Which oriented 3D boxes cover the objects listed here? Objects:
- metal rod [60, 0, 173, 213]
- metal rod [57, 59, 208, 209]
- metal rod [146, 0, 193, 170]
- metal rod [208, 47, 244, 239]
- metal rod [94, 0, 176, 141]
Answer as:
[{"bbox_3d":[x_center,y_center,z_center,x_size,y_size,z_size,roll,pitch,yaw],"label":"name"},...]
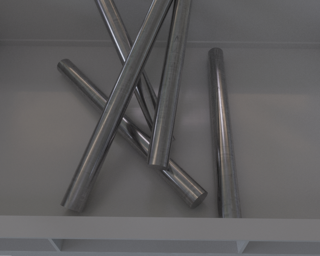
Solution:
[{"bbox_3d":[-0.043,-0.047,0.374,0.025,0.025,0.299,17,74,14],"label":"metal rod"},{"bbox_3d":[-0.053,-0.009,0.412,0.025,0.025,0.300,-33,57,-24],"label":"metal rod"},{"bbox_3d":[0.019,-0.095,0.392,0.025,0.025,0.299,7,70,6],"label":"metal rod"},{"bbox_3d":[0.082,-0.007,0.411,0.025,0.025,0.300,3,50,2],"label":"metal rod"},{"bbox_3d":[-0.051,-0.115,0.417,0.025,0.025,0.299,-21,80,-16],"label":"metal rod"}]
